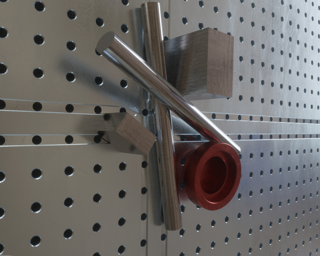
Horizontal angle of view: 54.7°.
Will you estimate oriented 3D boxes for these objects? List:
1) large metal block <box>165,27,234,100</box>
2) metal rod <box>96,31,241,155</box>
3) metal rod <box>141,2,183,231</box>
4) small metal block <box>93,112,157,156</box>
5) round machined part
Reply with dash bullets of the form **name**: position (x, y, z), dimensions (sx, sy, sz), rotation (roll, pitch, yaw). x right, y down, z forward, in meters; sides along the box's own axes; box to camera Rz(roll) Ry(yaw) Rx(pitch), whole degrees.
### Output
- **large metal block**: position (0.050, -0.081, 0.418), dimensions (0.050, 0.080, 0.079), rotation (3, 88, -40)
- **metal rod**: position (0.034, -0.023, 0.410), dimensions (0.301, 0.025, 0.025), rotation (35, 68, -44)
- **metal rod**: position (0.003, -0.011, 0.413), dimensions (0.025, 0.025, 0.298), rotation (-10, 97, -40)
- **small metal block**: position (-0.041, 0.007, 0.360), dimensions (0.050, 0.050, 0.025), rotation (42, 65, -33)
- **round machined part**: position (0.072, 0.068, 0.457), dimensions (0.099, 0.042, 0.097), rotation (-6, 99, -37)
